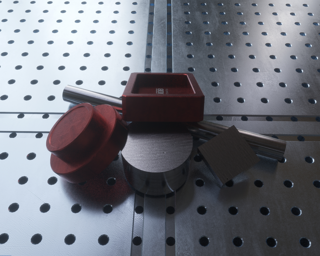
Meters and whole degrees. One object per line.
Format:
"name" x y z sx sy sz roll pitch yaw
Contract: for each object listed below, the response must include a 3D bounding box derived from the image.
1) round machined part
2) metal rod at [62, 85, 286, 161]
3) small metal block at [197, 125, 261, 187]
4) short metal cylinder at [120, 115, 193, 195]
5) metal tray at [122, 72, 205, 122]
"round machined part" -0.089 0.010 0.352 0.098 0.042 0.098 -24 40 22
"metal rod" 0.009 -0.011 0.412 0.301 0.025 0.025 15 52 12
"small metal block" 0.079 0.033 0.361 0.050 0.025 0.050 -32 72 -5
"short metal cylinder" -0.004 0.031 0.361 0.081 0.050 0.080 0 50 0
"metal tray" 0.003 -0.044 0.398 0.091 0.030 0.130 0 21 -1
